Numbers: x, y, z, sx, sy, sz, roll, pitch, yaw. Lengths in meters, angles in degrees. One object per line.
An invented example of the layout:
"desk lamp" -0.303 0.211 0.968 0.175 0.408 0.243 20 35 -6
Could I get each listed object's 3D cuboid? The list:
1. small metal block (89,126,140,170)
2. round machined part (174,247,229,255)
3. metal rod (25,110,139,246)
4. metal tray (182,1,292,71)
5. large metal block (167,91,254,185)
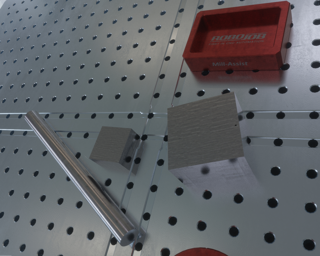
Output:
"small metal block" -0.062 0.027 0.424 0.050 0.025 0.050 4 64 30
"round machined part" 0.043 0.161 0.276 0.098 0.042 0.098 -13 56 21
"metal rod" -0.128 0.052 0.442 0.025 0.025 0.300 -48 51 -6
"metal tray" 0.105 -0.124 0.425 0.130 0.030 0.090 5 64 30
"large metal block" 0.056 0.014 0.355 0.080 0.050 0.080 -13 56 21
